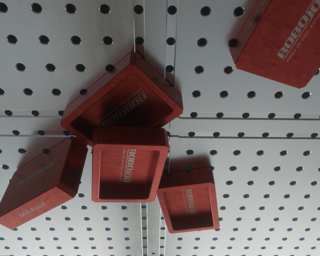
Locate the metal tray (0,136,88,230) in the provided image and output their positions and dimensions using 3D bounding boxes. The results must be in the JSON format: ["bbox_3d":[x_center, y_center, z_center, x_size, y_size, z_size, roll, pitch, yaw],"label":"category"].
[{"bbox_3d":[-0.164,0.076,0.430,0.130,0.090,0.030,-29,125,22],"label":"metal tray"}]

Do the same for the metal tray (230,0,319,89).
[{"bbox_3d":[0.143,-0.110,0.317,0.091,0.030,0.129,15,129,-13],"label":"metal tray"}]

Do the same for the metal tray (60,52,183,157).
[{"bbox_3d":[-0.048,-0.022,0.389,0.130,0.030,0.090,-34,123,25],"label":"metal tray"}]

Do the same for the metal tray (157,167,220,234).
[{"bbox_3d":[0.048,0.124,0.514,0.090,0.030,0.129,-8,130,6],"label":"metal tray"}]

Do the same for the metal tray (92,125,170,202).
[{"bbox_3d":[-0.044,0.053,0.414,0.091,0.030,0.129,2,136,-11],"label":"metal tray"}]
